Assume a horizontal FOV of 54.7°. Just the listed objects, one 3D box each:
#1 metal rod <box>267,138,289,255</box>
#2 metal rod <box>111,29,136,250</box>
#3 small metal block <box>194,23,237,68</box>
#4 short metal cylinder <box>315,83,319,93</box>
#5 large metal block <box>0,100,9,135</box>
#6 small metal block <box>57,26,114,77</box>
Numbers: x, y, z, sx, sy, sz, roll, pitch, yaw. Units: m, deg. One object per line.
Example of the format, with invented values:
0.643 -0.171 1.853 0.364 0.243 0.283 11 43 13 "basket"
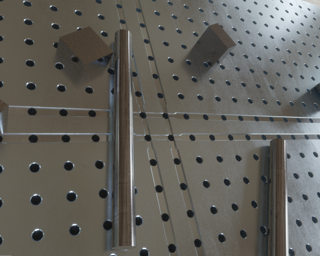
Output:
0.154 0.140 0.405 0.025 0.025 0.300 26 53 -12 "metal rod"
-0.046 -0.008 0.388 0.025 0.025 0.299 10 57 -23 "metal rod"
0.093 -0.140 0.527 0.025 0.050 0.050 -30 79 -38 "small metal block"
0.364 -0.089 0.623 0.081 0.080 0.050 -27 77 -37 "short metal cylinder"
-0.204 -0.007 0.286 0.080 0.050 0.080 36 51 -5 "large metal block"
-0.100 -0.104 0.417 0.050 0.025 0.050 48 51 5 "small metal block"
